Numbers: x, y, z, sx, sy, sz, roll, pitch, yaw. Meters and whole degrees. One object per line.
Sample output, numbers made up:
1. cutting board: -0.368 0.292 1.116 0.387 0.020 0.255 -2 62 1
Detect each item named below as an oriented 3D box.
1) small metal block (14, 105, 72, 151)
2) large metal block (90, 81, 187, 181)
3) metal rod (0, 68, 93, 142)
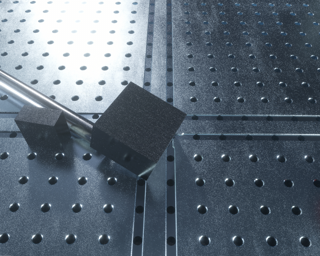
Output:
1. small metal block: -0.145 0.000 0.390 0.050 0.050 0.025 9 51 7
2. large metal block: -0.026 0.003 0.375 0.080 0.050 0.080 31 55 4
3. metal rod: -0.201 -0.054 0.451 0.300 0.025 0.025 28 55 21
